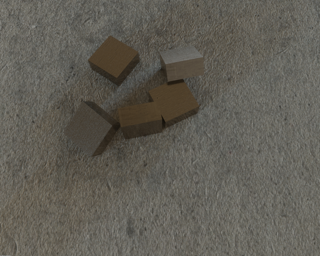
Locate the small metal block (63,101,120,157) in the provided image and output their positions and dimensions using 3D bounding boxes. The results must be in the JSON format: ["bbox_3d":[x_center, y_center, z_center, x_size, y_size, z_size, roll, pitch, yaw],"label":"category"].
[{"bbox_3d":[-0.087,0.001,0.396,0.050,0.025,0.050,39,104,13],"label":"small metal block"}]

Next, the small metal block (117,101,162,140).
[{"bbox_3d":[-0.025,-0.009,0.398,0.050,0.050,0.025,-11,71,-4],"label":"small metal block"}]

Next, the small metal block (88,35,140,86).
[{"bbox_3d":[-0.065,-0.096,0.443,0.050,0.025,0.050,33,73,11],"label":"small metal block"}]

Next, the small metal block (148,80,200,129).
[{"bbox_3d":[0.018,-0.035,0.421,0.050,0.025,0.050,-26,72,-9],"label":"small metal block"}]

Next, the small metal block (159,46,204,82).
[{"bbox_3d":[0.029,-0.090,0.428,0.050,0.025,0.050,-12,33,-4],"label":"small metal block"}]
